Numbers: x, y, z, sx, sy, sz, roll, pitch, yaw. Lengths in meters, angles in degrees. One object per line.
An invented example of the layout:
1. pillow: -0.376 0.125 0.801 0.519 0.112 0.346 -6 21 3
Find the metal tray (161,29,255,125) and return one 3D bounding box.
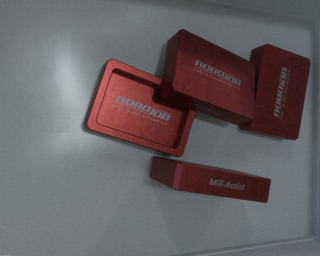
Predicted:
1. metal tray: 0.069 -0.065 0.414 0.131 0.030 0.090 17 67 -26

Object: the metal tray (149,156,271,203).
1. metal tray: 0.062 0.065 0.400 0.131 0.090 0.030 12 86 -20

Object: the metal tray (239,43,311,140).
1. metal tray: 0.177 -0.053 0.475 0.091 0.030 0.129 12 86 -20

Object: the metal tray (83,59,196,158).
1. metal tray: -0.021 -0.023 0.400 0.131 0.030 0.090 19 84 -20
